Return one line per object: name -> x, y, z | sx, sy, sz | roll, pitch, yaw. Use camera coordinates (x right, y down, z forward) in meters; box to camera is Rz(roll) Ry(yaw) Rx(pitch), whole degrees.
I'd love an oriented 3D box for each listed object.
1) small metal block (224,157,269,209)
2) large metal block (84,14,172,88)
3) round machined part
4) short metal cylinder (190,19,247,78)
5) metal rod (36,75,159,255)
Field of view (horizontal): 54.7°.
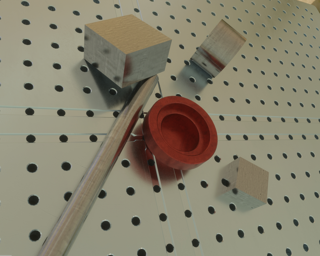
small metal block -> 0.121, 0.076, 0.429 | 0.050, 0.025, 0.050 | 28, 52, -11
large metal block -> -0.045, -0.107, 0.419 | 0.080, 0.050, 0.081 | 39, 48, 25
round machined part -> 0.023, 0.010, 0.405 | 0.099, 0.042, 0.098 | 14, 56, -21
short metal cylinder -> 0.094, -0.128, 0.504 | 0.050, 0.080, 0.080 | 39, 51, -3
metal rod -> -0.062, 0.035, 0.354 | 0.025, 0.025, 0.301 | 31, 51, -9
